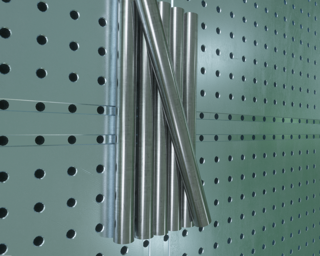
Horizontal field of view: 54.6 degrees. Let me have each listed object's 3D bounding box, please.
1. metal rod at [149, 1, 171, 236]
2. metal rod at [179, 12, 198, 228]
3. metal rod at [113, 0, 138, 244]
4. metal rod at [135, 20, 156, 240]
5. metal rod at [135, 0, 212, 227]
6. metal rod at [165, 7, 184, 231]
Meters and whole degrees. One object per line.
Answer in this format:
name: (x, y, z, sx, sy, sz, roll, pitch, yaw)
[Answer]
metal rod: (0.000, -0.013, 0.407, 0.025, 0.025, 0.298, 1, 89, -40)
metal rod: (0.039, -0.012, 0.441, 0.025, 0.025, 0.298, 2, 89, -40)
metal rod: (-0.041, -0.015, 0.372, 0.025, 0.025, 0.298, 1, 89, -40)
metal rod: (-0.018, -0.013, 0.391, 0.025, 0.025, 0.298, 1, 89, -40)
metal rod: (0.020, -0.012, 0.392, 0.025, 0.025, 0.298, -25, 106, -37)
metal rod: (0.019, -0.012, 0.425, 0.025, 0.025, 0.298, 1, 89, -40)
